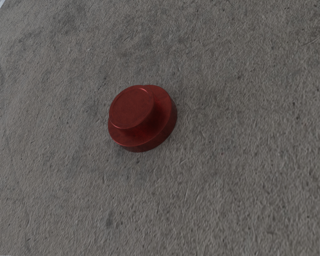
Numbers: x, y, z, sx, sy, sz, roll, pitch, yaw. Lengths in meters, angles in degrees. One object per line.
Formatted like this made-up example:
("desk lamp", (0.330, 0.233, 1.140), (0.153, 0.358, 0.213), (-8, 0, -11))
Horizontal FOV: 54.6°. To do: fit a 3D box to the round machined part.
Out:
("round machined part", (-0.030, -0.020, 0.422), (0.098, 0.042, 0.098), (-13, 56, 21))
